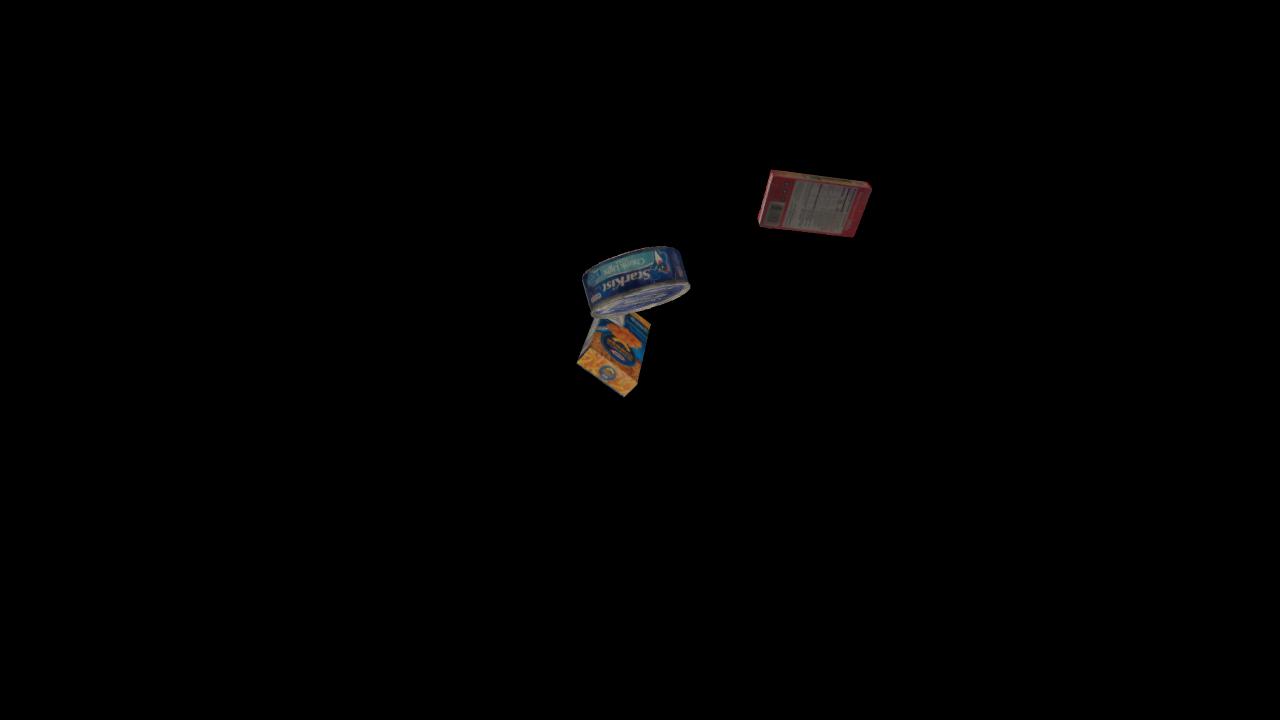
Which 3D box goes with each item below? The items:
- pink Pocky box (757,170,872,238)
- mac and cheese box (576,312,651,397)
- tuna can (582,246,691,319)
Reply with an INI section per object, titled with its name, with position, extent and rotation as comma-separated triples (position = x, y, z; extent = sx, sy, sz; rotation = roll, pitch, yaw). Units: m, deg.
[pink Pocky box]
position = 0.266, -0.239, 0.944
extent = 0.155, 0.084, 0.029
rotation = 6, 39, -5
[mac and cheese box]
position = -0.037, -0.028, 0.974
extent = 0.093, 0.041, 0.184
rotation = 37, 29, -16
[tuna can]
position = -0.003, -0.062, 0.498
extent = 0.084, 0.034, 0.084
rotation = -15, -5, -1
